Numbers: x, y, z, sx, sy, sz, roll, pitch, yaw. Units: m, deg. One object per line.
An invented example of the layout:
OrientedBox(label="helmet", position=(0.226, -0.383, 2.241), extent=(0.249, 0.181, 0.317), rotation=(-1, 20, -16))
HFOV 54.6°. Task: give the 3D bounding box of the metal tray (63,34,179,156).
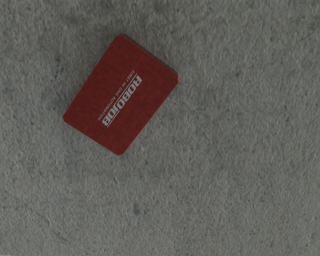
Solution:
OrientedBox(label="metal tray", position=(-0.049, -0.040, 0.392), extent=(0.090, 0.030, 0.130), rotation=(35, 106, -12))
